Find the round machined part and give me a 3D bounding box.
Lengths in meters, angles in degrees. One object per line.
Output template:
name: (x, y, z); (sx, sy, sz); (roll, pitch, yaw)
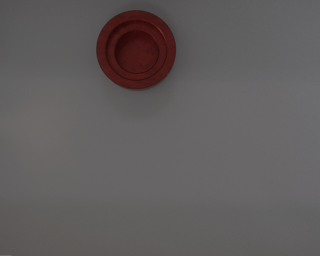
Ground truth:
round machined part: (-0.029, -0.097, 0.403); (0.099, 0.042, 0.097); (0, 90, 0)
